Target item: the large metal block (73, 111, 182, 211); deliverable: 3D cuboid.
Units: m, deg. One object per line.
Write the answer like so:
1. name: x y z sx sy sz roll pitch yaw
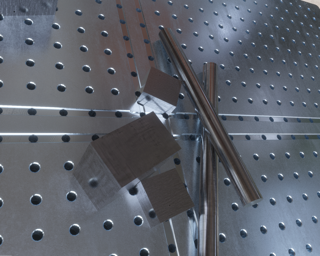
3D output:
1. large metal block: -0.037 0.036 0.331 0.081 0.080 0.050 -29 78 -37

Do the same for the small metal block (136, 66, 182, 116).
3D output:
1. small metal block: 0.000 -0.052 0.440 0.050 0.025 0.050 24 53 -14

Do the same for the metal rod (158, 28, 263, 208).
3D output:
1. metal rod: 0.059 -0.033 0.435 0.025 0.025 0.299 -4 56 -30

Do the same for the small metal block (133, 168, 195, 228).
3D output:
1. small metal block: 0.004 0.081 0.361 0.050 0.025 0.050 -16 70 -34

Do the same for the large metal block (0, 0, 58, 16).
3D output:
1. large metal block: -0.176 -0.192 0.395 0.081 0.080 0.050 -16 70 -34

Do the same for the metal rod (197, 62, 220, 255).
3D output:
1. metal rod: 0.069 0.023 0.430 0.025 0.025 0.300 19 54 -17
